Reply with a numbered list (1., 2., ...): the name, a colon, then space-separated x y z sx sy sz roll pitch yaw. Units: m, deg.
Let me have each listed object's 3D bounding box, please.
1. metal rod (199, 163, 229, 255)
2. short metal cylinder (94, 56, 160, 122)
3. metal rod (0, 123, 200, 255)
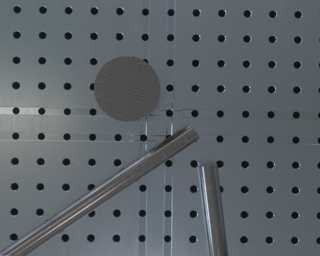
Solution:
1. metal rod: 0.082 0.197 0.414 0.025 0.025 0.298 -7 90 0
2. short metal cylinder: -0.040 -0.048 0.401 0.081 0.050 0.079 0 90 0
3. metal rod: -0.079 0.088 0.412 0.301 0.025 0.025 -34 90 0
